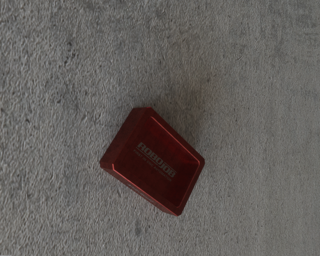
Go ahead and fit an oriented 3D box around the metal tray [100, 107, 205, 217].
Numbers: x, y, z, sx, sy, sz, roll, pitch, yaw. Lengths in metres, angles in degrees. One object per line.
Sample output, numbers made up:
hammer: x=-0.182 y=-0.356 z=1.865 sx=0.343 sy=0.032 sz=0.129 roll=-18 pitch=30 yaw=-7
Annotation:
metal tray: x=-0.003 y=0.045 z=0.402 sx=0.130 sy=0.030 sz=0.090 roll=43 pitch=64 yaw=-32
